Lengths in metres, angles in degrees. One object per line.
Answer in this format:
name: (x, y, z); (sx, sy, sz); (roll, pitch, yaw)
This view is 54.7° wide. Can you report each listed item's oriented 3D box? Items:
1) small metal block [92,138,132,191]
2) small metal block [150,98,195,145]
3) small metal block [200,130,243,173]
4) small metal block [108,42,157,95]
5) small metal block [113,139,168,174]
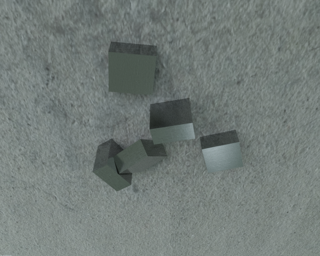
small metal block: (-0.064, 0.052, 0.434); (0.025, 0.050, 0.050); (-28, 125, 21)
small metal block: (0.015, -0.009, 0.383); (0.050, 0.050, 0.025); (-9, 130, 7)
small metal block: (0.087, 0.034, 0.437); (0.050, 0.025, 0.050); (-12, 129, 9)
small metal block: (-0.031, -0.067, 0.350); (0.050, 0.025, 0.050); (4, 130, -4)
small metal block: (-0.026, 0.039, 0.424); (0.050, 0.025, 0.050); (-33, 159, 24)
